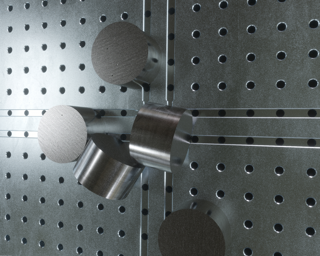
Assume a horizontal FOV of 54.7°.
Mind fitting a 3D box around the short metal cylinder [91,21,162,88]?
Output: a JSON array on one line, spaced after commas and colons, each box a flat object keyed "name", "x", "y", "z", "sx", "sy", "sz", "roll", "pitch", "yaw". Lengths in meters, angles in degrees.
[{"name": "short metal cylinder", "x": -0.043, "y": -0.095, "z": 0.415, "sx": 0.080, "sy": 0.050, "sz": 0.079, "roll": 0, "pitch": 90, "yaw": 20}]

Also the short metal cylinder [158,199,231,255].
[{"name": "short metal cylinder", "x": 0.044, "y": 0.134, "z": 0.384, "sx": 0.080, "sy": 0.050, "sz": 0.079, "roll": 0, "pitch": 90, "yaw": 20}]

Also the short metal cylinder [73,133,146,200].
[{"name": "short metal cylinder", "x": -0.065, "y": 0.049, "z": 0.406, "sx": 0.080, "sy": 0.080, "sz": 0.050, "roll": 34, "pitch": 101, "yaw": 16}]

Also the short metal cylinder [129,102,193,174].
[{"name": "short metal cylinder", "x": 0.004, "y": 0.012, "z": 0.382, "sx": 0.050, "sy": 0.080, "sz": 0.079, "roll": 13, "pitch": 94, "yaw": 19}]

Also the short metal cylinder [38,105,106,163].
[{"name": "short metal cylinder", "x": -0.125, "y": 0.008, "z": 0.443, "sx": 0.080, "sy": 0.050, "sz": 0.079, "roll": 0, "pitch": 90, "yaw": 20}]
